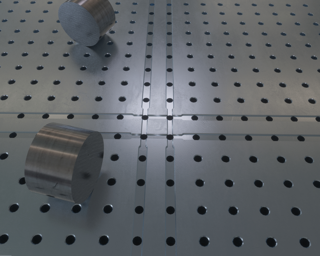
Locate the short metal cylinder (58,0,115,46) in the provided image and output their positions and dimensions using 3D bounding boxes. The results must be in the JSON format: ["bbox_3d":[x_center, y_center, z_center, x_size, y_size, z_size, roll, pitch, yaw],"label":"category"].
[{"bbox_3d":[-0.124,-0.188,0.529,0.080,0.080,0.050,20,53,16],"label":"short metal cylinder"}]

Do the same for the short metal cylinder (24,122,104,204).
[{"bbox_3d":[-0.101,0.038,0.340,0.050,0.080,0.080,12,51,9],"label":"short metal cylinder"}]
